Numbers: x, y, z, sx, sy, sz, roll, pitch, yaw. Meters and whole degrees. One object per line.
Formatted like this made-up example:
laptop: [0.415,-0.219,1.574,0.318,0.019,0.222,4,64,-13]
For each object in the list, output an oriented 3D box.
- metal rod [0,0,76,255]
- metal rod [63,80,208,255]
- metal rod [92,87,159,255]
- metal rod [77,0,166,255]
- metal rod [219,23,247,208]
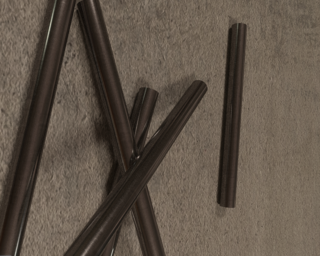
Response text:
metal rod: [-0.121,-0.009,0.303,0.025,0.025,0.299,16,80,-39]
metal rod: [-0.004,0.024,0.348,0.025,0.025,0.301,62,39,-22]
metal rod: [-0.052,0.094,0.363,0.025,0.025,0.299,25,74,-38]
metal rod: [-0.042,0.008,0.346,0.025,0.025,0.298,-16,93,-39]
metal rod: [0.121,-0.022,0.508,0.025,0.025,0.298,8,85,-40]
